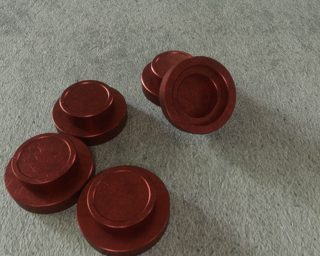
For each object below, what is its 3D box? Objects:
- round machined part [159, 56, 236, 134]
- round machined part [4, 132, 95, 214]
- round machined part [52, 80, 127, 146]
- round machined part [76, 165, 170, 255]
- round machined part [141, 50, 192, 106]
[{"bbox_3d":[0.046,-0.042,0.405,0.099,0.097,0.042,-19,8,-16],"label":"round machined part"},{"bbox_3d":[-0.127,0.044,0.354,0.099,0.042,0.098,0,50,0],"label":"round machined part"},{"bbox_3d":[-0.094,-0.027,0.414,0.099,0.042,0.098,0,50,0],"label":"round machined part"},{"bbox_3d":[-0.038,0.079,0.325,0.099,0.042,0.098,0,50,0],"label":"round machined part"},{"bbox_3d":[0.022,-0.077,0.457,0.099,0.042,0.098,0,50,0],"label":"round machined part"}]
